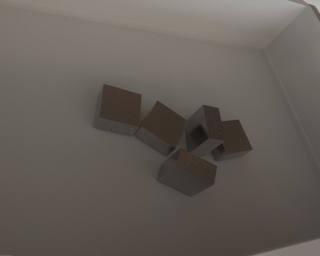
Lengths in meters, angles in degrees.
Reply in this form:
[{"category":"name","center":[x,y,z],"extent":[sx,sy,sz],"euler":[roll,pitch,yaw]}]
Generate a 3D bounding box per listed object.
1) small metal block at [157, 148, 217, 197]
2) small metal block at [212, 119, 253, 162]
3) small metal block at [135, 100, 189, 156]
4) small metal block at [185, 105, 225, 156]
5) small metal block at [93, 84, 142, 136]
[{"category":"small metal block","center":[0.032,0.054,0.372],"extent":[0.050,0.050,0.025],"euler":[27,53,-12]},{"category":"small metal block","center":[0.098,0.017,0.447],"extent":[0.050,0.025,0.050],"euler":[-6,65,-31]},{"category":"small metal block","center":[0.003,0.000,0.405],"extent":[0.050,0.025,0.050],"euler":[34,51,-7]},{"category":"small metal block","center":[0.059,0.004,0.418],"extent":[0.025,0.050,0.050],"euler":[10,58,-24]},{"category":"small metal block","center":[-0.052,-0.022,0.389],"extent":[0.050,0.025,0.050],"euler":[14,56,-21]}]
